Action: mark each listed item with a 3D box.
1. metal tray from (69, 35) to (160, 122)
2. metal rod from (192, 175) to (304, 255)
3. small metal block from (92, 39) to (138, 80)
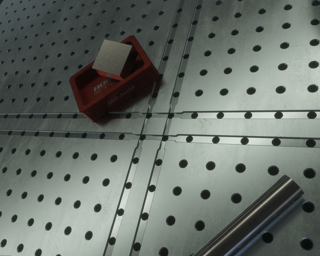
[{"bbox_3d":[-0.075,-0.080,0.491,0.130,0.030,0.090,-33,52,6],"label":"metal tray"},{"bbox_3d":[0.019,0.154,0.302,0.300,0.025,0.025,-41,51,-1],"label":"metal rod"},{"bbox_3d":[-0.069,-0.104,0.477,0.050,0.025,0.050,18,81,21],"label":"small metal block"}]
